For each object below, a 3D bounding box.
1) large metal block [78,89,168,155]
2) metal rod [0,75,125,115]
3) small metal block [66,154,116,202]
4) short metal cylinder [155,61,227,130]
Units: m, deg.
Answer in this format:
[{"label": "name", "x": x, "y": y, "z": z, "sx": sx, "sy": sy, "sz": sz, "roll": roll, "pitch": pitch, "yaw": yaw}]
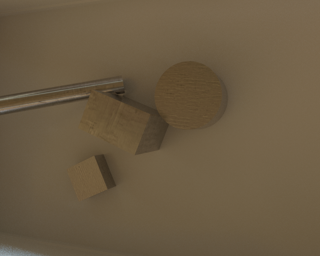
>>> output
[{"label": "large metal block", "x": -0.041, "y": -0.008, "z": 0.395, "sx": 0.080, "sy": 0.080, "sz": 0.050, "roll": 24, "pitch": 98, "yaw": 18}, {"label": "metal rod", "x": -0.198, "y": -0.032, "z": 0.410, "sx": 0.302, "sy": 0.025, "sz": 0.025, "roll": -11, "pitch": 86, "yaw": -8}, {"label": "small metal block", "x": -0.098, "y": 0.071, "z": 0.444, "sx": 0.050, "sy": 0.025, "sz": 0.050, "roll": -26, "pitch": 82, "yaw": 17}, {"label": "short metal cylinder", "x": 0.040, "y": -0.038, "z": 0.383, "sx": 0.080, "sy": 0.050, "sz": 0.079, "roll": 0, "pitch": 90, "yaw": 19}]
